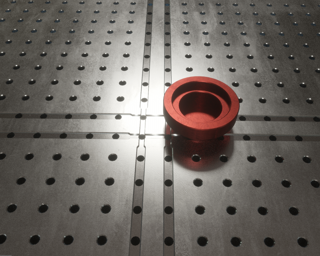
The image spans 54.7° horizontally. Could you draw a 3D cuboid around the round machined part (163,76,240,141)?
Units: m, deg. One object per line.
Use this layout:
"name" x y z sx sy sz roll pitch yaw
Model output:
"round machined part" 0.053 -0.022 0.416 0.099 0.042 0.098 0 50 0
